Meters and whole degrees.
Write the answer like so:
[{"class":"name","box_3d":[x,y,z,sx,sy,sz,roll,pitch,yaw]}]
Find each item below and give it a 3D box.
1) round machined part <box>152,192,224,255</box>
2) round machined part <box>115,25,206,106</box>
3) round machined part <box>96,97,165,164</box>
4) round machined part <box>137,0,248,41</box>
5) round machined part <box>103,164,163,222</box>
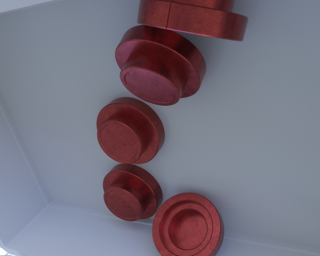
[{"class":"round machined part","box_3d":[0.042,0.145,0.439,0.098,0.098,0.042,3,152,26]},{"class":"round machined part","box_3d":[-0.004,-0.059,0.333,0.098,0.042,0.098,19,158,9]},{"class":"round machined part","box_3d":[-0.047,0.010,0.427,0.098,0.042,0.097,13,124,20]},{"class":"round machined part","box_3d":[0.031,-0.108,0.280,0.098,0.098,0.042,16,110,18]},{"class":"round machined part","box_3d":[-0.049,0.108,0.488,0.098,0.042,0.097,13,124,20]}]
